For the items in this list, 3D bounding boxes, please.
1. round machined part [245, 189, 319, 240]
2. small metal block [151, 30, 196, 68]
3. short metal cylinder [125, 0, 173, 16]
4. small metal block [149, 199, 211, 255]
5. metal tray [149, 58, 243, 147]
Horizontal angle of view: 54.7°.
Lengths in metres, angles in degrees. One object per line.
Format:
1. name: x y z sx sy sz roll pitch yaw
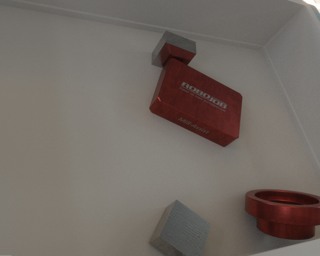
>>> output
1. round machined part: 0.158 0.108 0.389 0.099 0.098 0.042 1 90 -28
2. small metal block: 0.021 -0.114 0.472 0.050 0.050 0.025 15 56 -20
3. short metal cylinder: -0.021 -0.231 0.504 0.081 0.080 0.050 1 62 -28
4. small metal block: 0.023 0.118 0.345 0.050 0.025 0.050 37 45 -4
5. metal tray: 0.057 -0.038 0.459 0.131 0.030 0.090 25 53 -13
